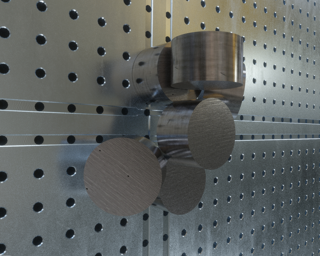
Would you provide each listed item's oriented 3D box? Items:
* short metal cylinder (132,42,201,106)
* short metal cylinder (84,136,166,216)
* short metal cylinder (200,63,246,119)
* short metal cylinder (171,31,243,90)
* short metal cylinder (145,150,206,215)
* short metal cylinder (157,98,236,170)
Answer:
[{"bbox_3d":[0.012,-0.069,0.402,0.081,0.050,0.079,-1,91,-40],"label":"short metal cylinder"},{"bbox_3d":[-0.035,0.048,0.336,0.050,0.080,0.079,-16,104,-84],"label":"short metal cylinder"},{"bbox_3d":[0.084,-0.055,0.434,0.050,0.080,0.080,8,83,1],"label":"short metal cylinder"},{"bbox_3d":[0.053,-0.073,0.350,0.081,0.080,0.050,0,90,-40],"label":"short metal cylinder"},{"bbox_3d":[0.014,0.067,0.403,0.081,0.050,0.079,-1,92,-40],"label":"short metal cylinder"},{"bbox_3d":[0.043,0.006,0.362,0.081,0.050,0.079,0,90,-40],"label":"short metal cylinder"}]
